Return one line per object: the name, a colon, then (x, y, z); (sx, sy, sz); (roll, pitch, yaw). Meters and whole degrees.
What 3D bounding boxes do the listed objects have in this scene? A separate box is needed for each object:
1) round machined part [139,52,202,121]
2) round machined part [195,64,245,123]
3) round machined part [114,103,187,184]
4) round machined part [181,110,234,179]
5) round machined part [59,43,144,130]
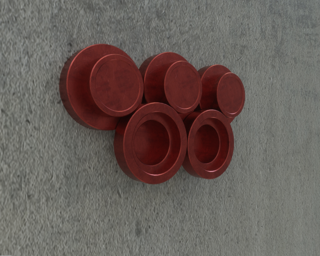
round machined part: (0.018, -0.053, 0.413); (0.099, 0.042, 0.097); (0, 90, -40)
round machined part: (0.094, -0.049, 0.477); (0.099, 0.042, 0.097); (0, 90, -40)
round machined part: (-0.016, 0.018, 0.384); (0.099, 0.042, 0.097); (0, 90, -40)
round machined part: (0.060, 0.023, 0.448); (0.099, 0.042, 0.097); (0, 90, -40)
round machined part: (-0.058, -0.046, 0.348); (0.099, 0.042, 0.097); (0, 90, -40)
